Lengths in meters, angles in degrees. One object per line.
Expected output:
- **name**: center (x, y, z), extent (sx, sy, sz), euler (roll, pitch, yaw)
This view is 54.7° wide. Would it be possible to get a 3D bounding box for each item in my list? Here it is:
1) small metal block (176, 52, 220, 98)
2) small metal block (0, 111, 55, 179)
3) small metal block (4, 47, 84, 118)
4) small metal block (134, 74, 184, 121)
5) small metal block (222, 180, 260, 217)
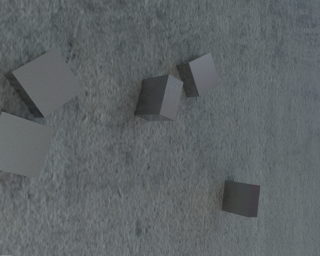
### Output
- **small metal block**: center (0.057, -0.078, 0.455), extent (0.050, 0.025, 0.050), euler (-32, 110, -36)
- **small metal block**: center (-0.135, 0.017, 0.292), extent (0.050, 0.025, 0.050), euler (24, 75, -38)
- **small metal block**: center (-0.114, -0.045, 0.310), extent (0.050, 0.025, 0.050), euler (-43, 116, -32)
- **small metal block**: center (-0.002, -0.036, 0.389), extent (0.025, 0.050, 0.050), euler (22, 76, -38)
- **small metal block**: center (0.131, 0.114, 0.501), extent (0.025, 0.050, 0.050), euler (14, 81, -40)
